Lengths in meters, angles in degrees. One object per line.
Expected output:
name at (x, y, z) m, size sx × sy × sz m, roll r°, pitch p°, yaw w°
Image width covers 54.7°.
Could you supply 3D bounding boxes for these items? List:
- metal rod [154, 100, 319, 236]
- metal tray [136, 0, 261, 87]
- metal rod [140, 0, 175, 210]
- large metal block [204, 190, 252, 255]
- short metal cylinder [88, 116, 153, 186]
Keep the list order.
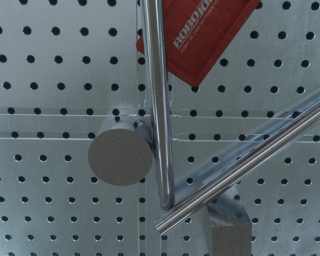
metal rod at (0.116, 0.051, 0.422) m, size 0.300 × 0.025 × 0.025 m, roll -38°, pitch 106°, yaw 8°
metal tray at (0.043, -0.125, 0.365) m, size 0.090 × 0.030 × 0.129 m, roll 32°, pitch 107°, yaw -12°
metal rod at (0.000, -0.018, 0.384) m, size 0.025 × 0.025 × 0.298 m, roll -4°, pitch 119°, yaw 1°
large metal block at (0.093, 0.146, 0.439) m, size 0.050 × 0.080 × 0.079 m, roll -4°, pitch 110°, yaw 1°
short metal cylinder at (-0.050, 0.029, 0.410) m, size 0.081 × 0.050 × 0.079 m, roll 0°, pitch 110°, yaw -1°
